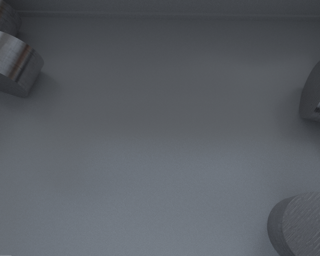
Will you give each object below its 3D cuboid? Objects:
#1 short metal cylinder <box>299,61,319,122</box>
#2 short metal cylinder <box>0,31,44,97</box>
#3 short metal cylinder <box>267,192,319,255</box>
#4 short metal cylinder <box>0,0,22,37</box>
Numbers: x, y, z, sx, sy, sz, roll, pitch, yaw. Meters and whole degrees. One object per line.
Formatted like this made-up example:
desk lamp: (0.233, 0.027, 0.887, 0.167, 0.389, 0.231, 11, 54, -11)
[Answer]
short metal cylinder: (0.223, -0.044, 0.399, 0.050, 0.080, 0.080, 16, 71, 5)
short metal cylinder: (-0.203, -0.083, 0.408, 0.080, 0.080, 0.050, 17, 71, 6)
short metal cylinder: (0.172, 0.117, 0.356, 0.081, 0.050, 0.080, 0, 70, 0)
short metal cylinder: (-0.243, -0.144, 0.430, 0.080, 0.080, 0.050, 13, 71, 4)
